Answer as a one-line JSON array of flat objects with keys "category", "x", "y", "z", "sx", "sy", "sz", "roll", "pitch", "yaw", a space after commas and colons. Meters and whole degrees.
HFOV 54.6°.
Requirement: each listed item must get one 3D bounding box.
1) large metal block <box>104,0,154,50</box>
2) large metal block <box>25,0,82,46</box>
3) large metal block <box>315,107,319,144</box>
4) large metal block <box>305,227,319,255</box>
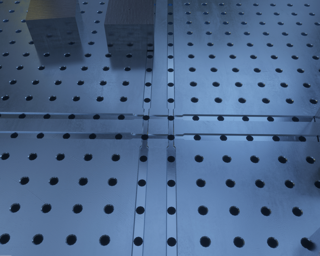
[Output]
[{"category": "large metal block", "x": -0.050, "y": -0.182, "z": 0.544, "sx": 0.080, "sy": 0.050, "sz": 0.080, "roll": 0, "pitch": 50, "yaw": -1}, {"category": "large metal block", "x": -0.186, "y": -0.194, "z": 0.554, "sx": 0.080, "sy": 0.050, "sz": 0.080, "roll": -6, "pitch": 50, "yaw": -5}, {"category": "large metal block", "x": 0.237, "y": -0.009, "z": 0.381, "sx": 0.050, "sy": 0.080, "sz": 0.080, "roll": 8, "pitch": 51, "yaw": 7}, {"category": "large metal block", "x": 0.172, "y": 0.140, "z": 0.275, "sx": 0.080, "sy": 0.050, "sz": 0.080, "roll": 28, "pitch": 55, "yaw": 21}]
